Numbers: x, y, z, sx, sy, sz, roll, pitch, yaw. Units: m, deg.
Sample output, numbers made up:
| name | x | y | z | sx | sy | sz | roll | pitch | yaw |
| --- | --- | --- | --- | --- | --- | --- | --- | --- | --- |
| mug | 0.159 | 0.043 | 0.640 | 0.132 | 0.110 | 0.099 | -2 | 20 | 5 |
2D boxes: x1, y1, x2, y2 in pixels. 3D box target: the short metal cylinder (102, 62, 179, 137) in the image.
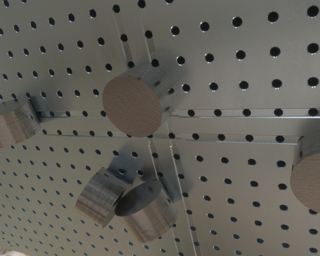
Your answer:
| name | x | y | z | sx | sy | sz | roll | pitch | yaw |
| --- | --- | --- | --- | --- | --- | --- | --- | --- | --- |
| short metal cylinder | -0.024 | -0.035 | 0.386 | 0.080 | 0.050 | 0.079 | 13 | 124 | 21 |

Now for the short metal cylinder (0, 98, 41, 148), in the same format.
| name | x | y | z | sx | sy | sz | roll | pitch | yaw |
| --- | --- | --- | --- | --- | --- | --- | --- | --- | --- |
| short metal cylinder | -0.240 | -0.010 | 0.496 | 0.080 | 0.080 | 0.050 | 0 | 118 | 28 |

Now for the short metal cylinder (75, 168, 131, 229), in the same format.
| name | x | y | z | sx | sy | sz | roll | pitch | yaw |
| --- | --- | --- | --- | --- | --- | --- | --- | --- | --- |
| short metal cylinder | -0.089 | 0.110 | 0.491 | 0.050 | 0.080 | 0.079 | 30 | 128 | 9 |

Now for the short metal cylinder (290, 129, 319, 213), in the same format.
| name | x | y | z | sx | sy | sz | roll | pitch | yaw |
| --- | --- | --- | --- | --- | --- | --- | --- | --- | --- |
| short metal cylinder | 0.183 | 0.046 | 0.327 | 0.080 | 0.050 | 0.079 | 13 | 124 | 21 |

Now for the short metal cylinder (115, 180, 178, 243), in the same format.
| name | x | y | z | sx | sy | sz | roll | pitch | yaw |
| --- | --- | --- | --- | --- | --- | --- | --- | --- | --- |
| short metal cylinder | -0.020 | 0.123 | 0.462 | 0.080 | 0.080 | 0.050 | -19 | 109 | 35 |
